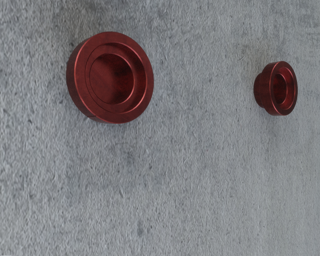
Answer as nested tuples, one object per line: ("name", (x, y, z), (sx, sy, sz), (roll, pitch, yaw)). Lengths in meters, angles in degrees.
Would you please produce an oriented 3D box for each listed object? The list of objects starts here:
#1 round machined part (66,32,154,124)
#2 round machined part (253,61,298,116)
("round machined part", (-0.058, -0.053, 0.345), (0.099, 0.042, 0.097), (0, 90, -40))
("round machined part", (0.209, -0.071, 0.568), (0.099, 0.042, 0.097), (0, 90, -40))
